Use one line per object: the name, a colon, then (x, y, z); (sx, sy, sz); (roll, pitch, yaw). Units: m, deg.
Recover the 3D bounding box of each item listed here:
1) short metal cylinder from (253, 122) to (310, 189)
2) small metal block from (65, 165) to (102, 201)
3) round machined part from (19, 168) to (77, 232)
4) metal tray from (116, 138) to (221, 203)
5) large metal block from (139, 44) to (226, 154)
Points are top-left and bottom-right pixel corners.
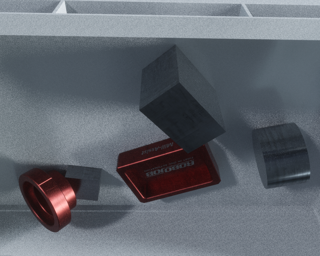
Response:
short metal cylinder: (0.156, 0.036, 0.406); (0.050, 0.080, 0.080); (-11, 130, 9)
small metal block: (-0.119, 0.086, 0.480); (0.050, 0.025, 0.050); (8, 130, -7)
round machined part: (-0.162, 0.101, 0.460); (0.098, 0.042, 0.097); (23, 128, 33)
metal tray: (0.014, 0.060, 0.457); (0.130, 0.030, 0.090); (-18, 128, 14)
large metal block: (0.024, -0.033, 0.346); (0.050, 0.080, 0.080); (-33, 123, 24)
